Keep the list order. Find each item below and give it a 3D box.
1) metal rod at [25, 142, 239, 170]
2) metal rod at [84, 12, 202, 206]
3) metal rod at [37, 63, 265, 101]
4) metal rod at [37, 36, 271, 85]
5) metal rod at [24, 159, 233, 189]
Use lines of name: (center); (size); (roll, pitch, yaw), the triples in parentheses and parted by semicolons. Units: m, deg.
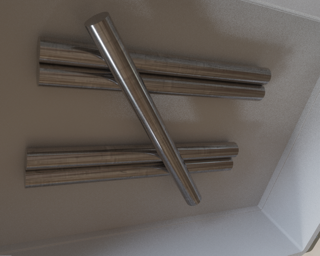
metal rod: (-0.017, 0.035, 0.418); (0.303, 0.025, 0.025); (0, 119, -29)
metal rod: (-0.004, 0.004, 0.375); (0.025, 0.025, 0.299); (-33, 129, -7)
metal rod: (0.012, -0.053, 0.380); (0.303, 0.025, 0.025); (0, 118, -29)
metal rod: (0.016, -0.074, 0.369); (0.303, 0.025, 0.025); (0, 118, -29)
metal rod: (-0.023, 0.057, 0.429); (0.303, 0.025, 0.025); (0, 119, -29)
